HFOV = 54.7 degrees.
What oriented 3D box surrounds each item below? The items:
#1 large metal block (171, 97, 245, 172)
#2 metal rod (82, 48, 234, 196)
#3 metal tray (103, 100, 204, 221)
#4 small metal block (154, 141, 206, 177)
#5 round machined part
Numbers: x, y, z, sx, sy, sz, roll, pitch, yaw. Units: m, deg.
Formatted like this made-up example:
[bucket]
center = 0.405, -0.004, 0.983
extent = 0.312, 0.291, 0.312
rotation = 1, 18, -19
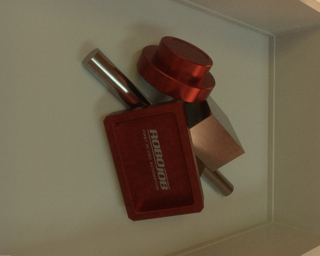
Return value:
[large metal block]
center = 0.061, -0.002, 0.416
extent = 0.080, 0.050, 0.080
rotation = 44, 21, -31
[metal rod]
center = 0.015, 0.010, 0.419
extent = 0.300, 0.025, 0.025
rotation = 44, 63, -31
[metal tray]
center = -0.005, 0.039, 0.362
extent = 0.030, 0.090, 0.129
rotation = -58, 137, -75
[small metal block]
center = 0.025, 0.042, 0.411
extent = 0.050, 0.050, 0.025
rotation = 46, 63, -31
[round machined part]
center = 0.025, -0.076, 0.377
extent = 0.099, 0.098, 0.042
rotation = -3, 132, -40
